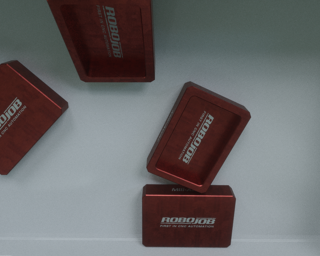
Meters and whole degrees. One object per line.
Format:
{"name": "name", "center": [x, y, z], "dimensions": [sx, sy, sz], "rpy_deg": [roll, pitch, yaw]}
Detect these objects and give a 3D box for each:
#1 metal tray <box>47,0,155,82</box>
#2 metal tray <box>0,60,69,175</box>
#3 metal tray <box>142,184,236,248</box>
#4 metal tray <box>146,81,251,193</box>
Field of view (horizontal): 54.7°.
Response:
{"name": "metal tray", "center": [-0.052, -0.097, 0.328], "dimensions": [0.091, 0.030, 0.130], "rpy_deg": [0, 154, 1]}
{"name": "metal tray", "center": [-0.196, -0.011, 0.403], "dimensions": [0.090, 0.030, 0.130], "rpy_deg": [42, 105, -14]}
{"name": "metal tray", "center": [0.040, 0.130, 0.457], "dimensions": [0.131, 0.030, 0.089], "rpy_deg": [1, 110, -1]}
{"name": "metal tray", "center": [0.048, 0.015, 0.414], "dimensions": [0.090, 0.030, 0.129], "rpy_deg": [24, 108, -9]}
